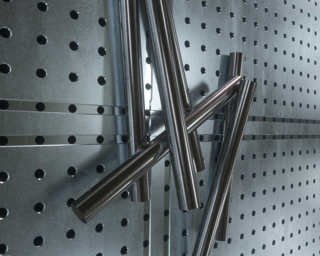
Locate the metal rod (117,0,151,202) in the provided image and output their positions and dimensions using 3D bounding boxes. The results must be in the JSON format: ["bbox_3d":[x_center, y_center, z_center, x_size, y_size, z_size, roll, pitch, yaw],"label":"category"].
[{"bbox_3d":[-0.033,-0.059,0.380,0.025,0.025,0.298,-6,94,-40],"label":"metal rod"}]

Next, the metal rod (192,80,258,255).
[{"bbox_3d":[0.088,0.078,0.447,0.025,0.025,0.299,14,92,-39],"label":"metal rod"}]

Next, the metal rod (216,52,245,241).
[{"bbox_3d":[0.110,0.026,0.499,0.025,0.025,0.299,12,83,-39],"label":"metal rod"}]

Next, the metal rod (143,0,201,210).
[{"bbox_3d":[0.009,-0.056,0.364,0.025,0.025,0.299,-6,84,-40],"label":"metal rod"}]

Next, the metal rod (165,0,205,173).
[{"bbox_3d":[0.020,-0.082,0.424,0.025,0.025,0.298,-22,104,-38],"label":"metal rod"}]

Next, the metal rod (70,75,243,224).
[{"bbox_3d":[0.019,0.008,0.389,0.302,0.025,0.025,-38,113,-33],"label":"metal rod"}]
